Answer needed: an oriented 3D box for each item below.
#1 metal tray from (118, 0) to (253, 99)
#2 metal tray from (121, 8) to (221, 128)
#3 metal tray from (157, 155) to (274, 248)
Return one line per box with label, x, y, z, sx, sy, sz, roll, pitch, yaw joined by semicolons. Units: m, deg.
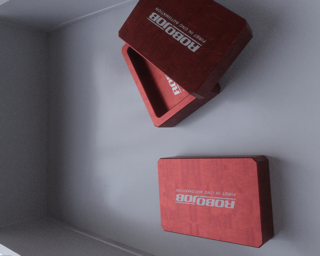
metal tray;0.023;-0.105;0.346;0.130;0.030;0.090;43;104;26
metal tray;0.009;-0.076;0.396;0.090;0.030;0.130;-37;67;33
metal tray;0.058;0.078;0.356;0.130;0.030;0.089;-5;87;39
